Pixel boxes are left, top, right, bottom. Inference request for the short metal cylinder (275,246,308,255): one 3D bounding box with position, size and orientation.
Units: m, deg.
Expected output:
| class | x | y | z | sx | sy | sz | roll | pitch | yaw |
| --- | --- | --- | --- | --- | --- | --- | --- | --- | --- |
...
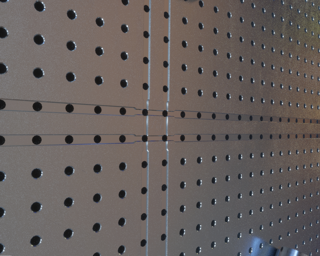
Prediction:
| class | x | y | z | sx | sy | sz | roll | pitch | yaw |
| --- | --- | --- | --- | --- | --- | --- | --- | --- | --- |
| short metal cylinder | 0.259 | 0.271 | 0.595 | 0.080 | 0.080 | 0.050 | 46 | 62 | -31 |
